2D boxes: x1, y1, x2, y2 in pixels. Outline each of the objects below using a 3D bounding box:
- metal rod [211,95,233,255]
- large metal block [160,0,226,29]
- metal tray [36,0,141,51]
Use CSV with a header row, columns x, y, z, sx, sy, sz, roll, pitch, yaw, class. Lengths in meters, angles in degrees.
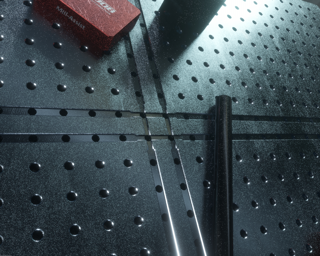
x,y,z,sx,sy,sz,roll,pitch,yaw,class
0.082,0.078,0.404,0.025,0.025,0.300,20,54,-17,metal rod
0.059,-0.219,0.538,0.081,0.080,0.050,-13,69,-34,large metal block
-0.105,-0.183,0.460,0.130,0.030,0.090,37,51,-4,metal tray
